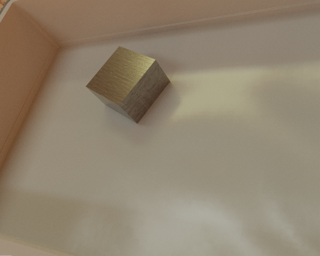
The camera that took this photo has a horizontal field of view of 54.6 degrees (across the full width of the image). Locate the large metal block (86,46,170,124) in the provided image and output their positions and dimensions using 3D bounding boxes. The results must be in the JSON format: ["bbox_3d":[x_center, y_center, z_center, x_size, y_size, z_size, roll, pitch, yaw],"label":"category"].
[{"bbox_3d":[-0.047,-0.065,0.455,0.080,0.050,0.080,30,78,37],"label":"large metal block"}]
